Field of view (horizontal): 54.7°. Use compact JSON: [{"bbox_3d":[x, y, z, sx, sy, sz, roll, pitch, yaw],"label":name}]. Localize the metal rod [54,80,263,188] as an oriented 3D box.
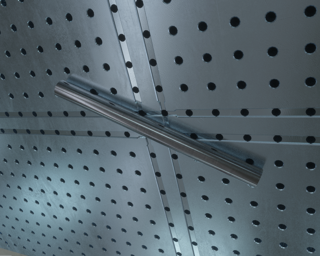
[{"bbox_3d":[-0.011,0.002,0.417,0.301,0.025,0.025,24,127,12],"label":"metal rod"}]
